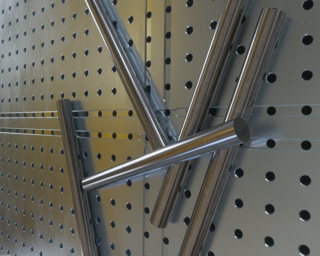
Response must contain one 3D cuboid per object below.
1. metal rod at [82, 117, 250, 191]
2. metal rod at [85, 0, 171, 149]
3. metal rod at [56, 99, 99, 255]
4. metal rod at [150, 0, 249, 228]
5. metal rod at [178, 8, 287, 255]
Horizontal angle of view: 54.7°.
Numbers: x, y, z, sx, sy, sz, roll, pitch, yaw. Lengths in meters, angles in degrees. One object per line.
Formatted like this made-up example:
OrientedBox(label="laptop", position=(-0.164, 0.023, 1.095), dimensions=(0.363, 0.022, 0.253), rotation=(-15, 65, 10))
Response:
OrientedBox(label="metal rod", position=(-0.019, 0.046, 0.396), dimensions=(0.299, 0.025, 0.025), rotation=(-25, 74, 45))
OrientedBox(label="metal rod", position=(-0.054, -0.095, 0.451), dimensions=(0.025, 0.025, 0.299), rotation=(-39, 67, 33))
OrientedBox(label="metal rod", position=(-0.137, 0.096, 0.519), dimensions=(0.025, 0.025, 0.299), rotation=(-21, 77, 38))
OrientedBox(label="metal rod", position=(0.043, -0.013, 0.372), dimensions=(0.025, 0.025, 0.298), rotation=(28, 108, 36))
OrientedBox(label="metal rod", position=(0.075, 0.022, 0.346), dimensions=(0.025, 0.025, 0.298), rotation=(26, 106, 36))
